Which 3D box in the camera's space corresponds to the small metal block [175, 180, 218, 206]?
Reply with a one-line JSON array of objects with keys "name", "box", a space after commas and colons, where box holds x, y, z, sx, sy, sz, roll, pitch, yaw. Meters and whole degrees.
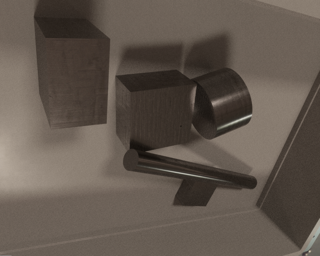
[{"name": "small metal block", "box": [0.061, 0.100, 0.506, 0.050, 0.025, 0.050, 11, 113, -34]}]

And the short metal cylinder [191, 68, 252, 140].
[{"name": "short metal cylinder", "box": [0.071, -0.031, 0.395, 0.050, 0.080, 0.079, -21, 127, -16]}]

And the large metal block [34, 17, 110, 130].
[{"name": "large metal block", "box": [-0.085, -0.055, 0.293, 0.050, 0.080, 0.079, -7, 122, -25]}]

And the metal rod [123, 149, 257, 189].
[{"name": "metal rod", "box": [0.066, 0.067, 0.455, 0.302, 0.025, 0.025, 18, 109, -46]}]

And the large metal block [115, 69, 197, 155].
[{"name": "large metal block", "box": [-0.007, -0.021, 0.377, 0.081, 0.050, 0.079, -10, 123, -23]}]
